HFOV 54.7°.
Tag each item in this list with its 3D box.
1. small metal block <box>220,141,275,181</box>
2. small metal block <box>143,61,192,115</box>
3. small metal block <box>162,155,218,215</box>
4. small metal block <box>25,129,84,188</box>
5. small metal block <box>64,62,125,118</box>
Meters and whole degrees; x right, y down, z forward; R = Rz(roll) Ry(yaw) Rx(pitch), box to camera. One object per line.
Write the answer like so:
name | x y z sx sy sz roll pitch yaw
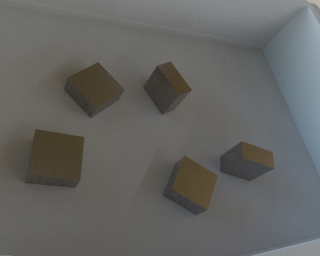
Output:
small metal block | 0.118 0.047 0.424 0.050 0.050 0.025 19 55 -17
small metal block | 0.009 -0.054 0.427 0.025 0.050 0.050 -26 76 -37
small metal block | 0.038 0.071 0.383 0.050 0.025 0.050 32 52 -8
small metal block | -0.110 0.033 0.326 0.050 0.025 0.050 11 57 -22
small metal block | -0.082 -0.048 0.391 0.050 0.025 0.050 46 51 4
